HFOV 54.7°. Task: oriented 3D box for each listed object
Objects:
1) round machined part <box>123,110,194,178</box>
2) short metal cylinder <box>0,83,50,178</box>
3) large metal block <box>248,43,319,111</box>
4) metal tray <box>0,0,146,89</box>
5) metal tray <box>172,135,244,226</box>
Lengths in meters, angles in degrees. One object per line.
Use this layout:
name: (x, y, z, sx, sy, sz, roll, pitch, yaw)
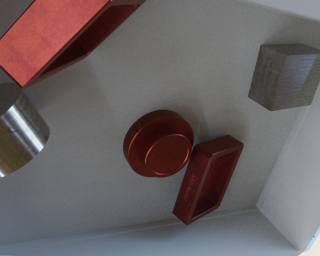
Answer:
round machined part: (0.004, 0.028, 0.419, 0.099, 0.042, 0.097, -14, 124, -21)
short metal cylinder: (-0.154, 0.002, 0.290, 0.080, 0.080, 0.050, -30, 129, -10)
large metal block: (0.184, -0.075, 0.449, 0.081, 0.050, 0.079, -9, 123, -24)
metal tray: (-0.060, -0.084, 0.244, 0.090, 0.130, 0.030, -37, 104, 19)
metal tray: (0.074, 0.080, 0.480, 0.091, 0.030, 0.129, -12, 126, -44)
